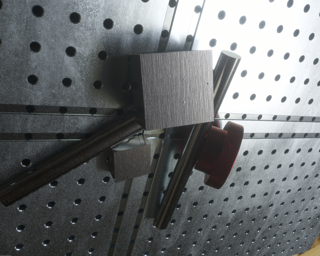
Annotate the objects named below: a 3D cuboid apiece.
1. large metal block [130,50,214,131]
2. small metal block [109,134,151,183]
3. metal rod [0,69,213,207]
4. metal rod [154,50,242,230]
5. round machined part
[{"bbox_3d":[0.013,-0.046,0.355,0.081,0.050,0.079,-8,105,-16],"label":"large metal block"},{"bbox_3d":[-0.041,0.041,0.416,0.050,0.025,0.050,-12,124,-22],"label":"small metal block"},{"bbox_3d":[-0.055,0.007,0.386,0.301,0.025,0.025,-30,129,-10],"label":"metal rod"},{"bbox_3d":[0.043,0.036,0.438,0.025,0.025,0.298,0,125,-29],"label":"metal rod"},{"bbox_3d":[0.081,0.035,0.445,0.042,0.098,0.097,21,112,5],"label":"round machined part"}]
